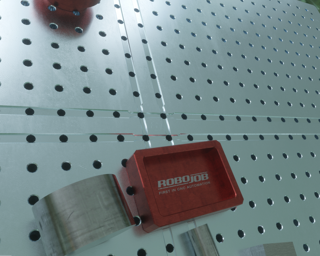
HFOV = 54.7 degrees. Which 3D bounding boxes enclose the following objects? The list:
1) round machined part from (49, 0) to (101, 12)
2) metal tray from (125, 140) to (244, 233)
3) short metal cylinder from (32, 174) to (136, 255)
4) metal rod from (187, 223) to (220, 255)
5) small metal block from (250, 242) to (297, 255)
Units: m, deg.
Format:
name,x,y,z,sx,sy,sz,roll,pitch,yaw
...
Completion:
name,x,y,z,sx,sy,sz,roll,pitch,yaw
round machined part,-0.133,-0.212,0.456,0.099,0.042,0.098,14,56,-21
metal tray,0.032,0.067,0.382,0.131,0.030,0.090,-5,64,-31
short metal cylinder,-0.069,0.083,0.286,0.081,0.080,0.050,-14,69,-34
metal rod,0.095,0.247,0.310,0.025,0.025,0.299,-8,66,-32
small metal block,0.145,0.171,0.384,0.050,0.025,0.050,7,59,-25
